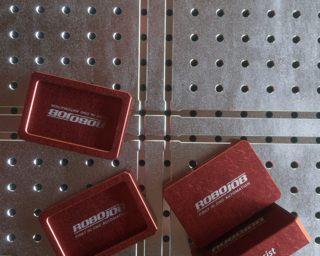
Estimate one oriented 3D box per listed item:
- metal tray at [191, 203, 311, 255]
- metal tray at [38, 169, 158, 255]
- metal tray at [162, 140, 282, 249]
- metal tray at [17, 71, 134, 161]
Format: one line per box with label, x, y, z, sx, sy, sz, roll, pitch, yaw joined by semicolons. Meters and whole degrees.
metal tray;0.105;0.145;0.382;0.130;0.090;0.030;-32;90;0
metal tray;-0.080;0.122;0.409;0.131;0.030;0.090;-26;90;-1
metal tray;0.080;0.085;0.412;0.130;0.030;0.090;-33;90;-1
metal tray;-0.109;-0.015;0.409;0.131;0.030;0.089;13;90;-1
